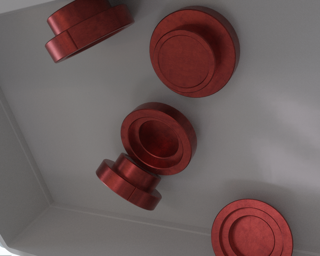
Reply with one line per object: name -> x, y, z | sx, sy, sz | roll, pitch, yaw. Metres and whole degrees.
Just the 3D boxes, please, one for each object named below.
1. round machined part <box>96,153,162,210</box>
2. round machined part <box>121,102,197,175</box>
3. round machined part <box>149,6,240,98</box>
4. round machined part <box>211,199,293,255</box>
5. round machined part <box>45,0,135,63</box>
round machined part -> -0.037, 0.070, 0.438 | 0.098, 0.098, 0.042 | 33, 88, 6
round machined part -> 0.002, 0.010, 0.403 | 0.098, 0.042, 0.097 | 13, 124, 21
round machined part -> 0.032, -0.077, 0.333 | 0.098, 0.042, 0.097 | 13, 124, 21
round machined part -> 0.119, 0.142, 0.401 | 0.098, 0.042, 0.098 | -6, 73, 22
round machined part -> -0.080, -0.111, 0.335 | 0.098, 0.098, 0.042 | -16, 110, 34
